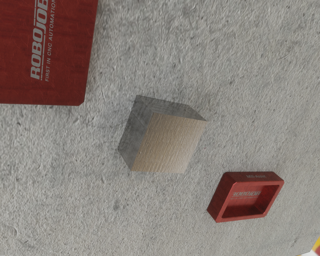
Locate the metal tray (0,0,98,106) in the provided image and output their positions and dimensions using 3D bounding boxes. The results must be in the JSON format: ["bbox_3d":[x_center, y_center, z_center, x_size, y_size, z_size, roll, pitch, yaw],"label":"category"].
[{"bbox_3d":[-0.112,-0.086,0.290,0.091,0.030,0.129,0,119,-29],"label":"metal tray"}]

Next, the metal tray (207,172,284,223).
[{"bbox_3d":[0.159,0.126,0.570,0.131,0.030,0.089,5,116,-31],"label":"metal tray"}]

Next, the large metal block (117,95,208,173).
[{"bbox_3d":[0.002,0.010,0.399,0.081,0.050,0.079,8,114,-32],"label":"large metal block"}]
